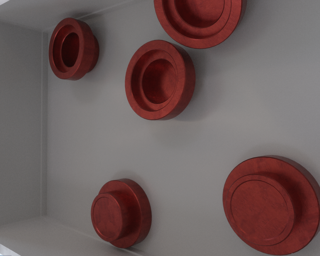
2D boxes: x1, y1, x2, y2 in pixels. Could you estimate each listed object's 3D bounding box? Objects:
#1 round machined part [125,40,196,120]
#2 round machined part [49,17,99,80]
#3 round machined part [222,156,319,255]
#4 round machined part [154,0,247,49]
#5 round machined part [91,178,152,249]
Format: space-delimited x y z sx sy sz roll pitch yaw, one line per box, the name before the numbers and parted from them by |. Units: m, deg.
round machined part | 0.005 -0.058 0.392 0.098 0.042 0.097 0 90 40
round machined part | -0.138 -0.127 0.510 0.098 0.042 0.097 0 90 40
round machined part | 0.106 0.077 0.308 0.098 0.042 0.097 0 90 40
round machined part | 0.046 -0.141 0.338 0.098 0.042 0.097 16 131 20
round machined part | -0.063 0.124 0.448 0.098 0.042 0.097 0 90 40
